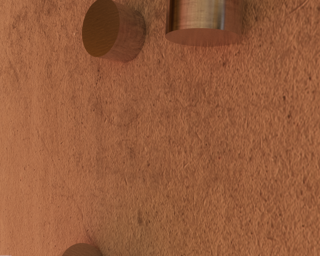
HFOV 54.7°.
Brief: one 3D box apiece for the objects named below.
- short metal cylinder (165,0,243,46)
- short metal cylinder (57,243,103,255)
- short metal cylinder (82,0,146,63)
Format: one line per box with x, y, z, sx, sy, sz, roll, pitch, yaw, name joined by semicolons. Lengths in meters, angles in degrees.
0.047;-0.121;0.330;0.080;0.081;0.050;5;94;40;short metal cylinder
-0.130;0.226;0.477;0.050;0.081;0.080;-40;66;33;short metal cylinder
-0.066;-0.138;0.444;0.080;0.050;0.080;0;90;40;short metal cylinder
